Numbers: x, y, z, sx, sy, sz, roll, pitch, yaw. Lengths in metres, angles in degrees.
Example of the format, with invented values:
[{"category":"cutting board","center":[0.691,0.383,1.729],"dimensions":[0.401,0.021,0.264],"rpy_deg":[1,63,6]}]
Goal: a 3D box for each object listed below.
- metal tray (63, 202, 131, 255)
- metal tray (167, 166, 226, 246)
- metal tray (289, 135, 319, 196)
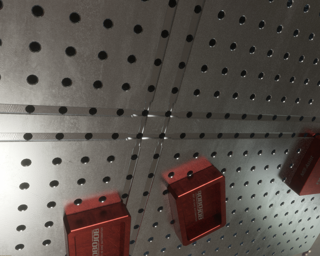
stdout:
[{"category":"metal tray","center":[-0.094,0.180,0.469],"dimensions":[0.091,0.030,0.129],"rpy_deg":[-9,123,-24]},{"category":"metal tray","center":[0.067,0.135,0.530],"dimensions":[0.091,0.030,0.129],"rpy_deg":[-21,127,-16]},{"category":"metal tray","center":[0.334,0.078,0.643],"dimensions":[0.091,0.030,0.129],"rpy_deg":[2,117,-30]}]
